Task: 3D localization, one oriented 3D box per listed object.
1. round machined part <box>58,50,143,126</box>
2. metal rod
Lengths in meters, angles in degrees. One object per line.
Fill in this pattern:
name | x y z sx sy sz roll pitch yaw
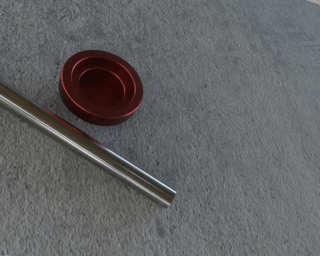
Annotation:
round machined part | -0.074 -0.044 0.380 0.099 0.042 0.098 14 56 -21
metal rod | -0.113 0.001 0.342 0.301 0.025 0.025 33 51 -7
